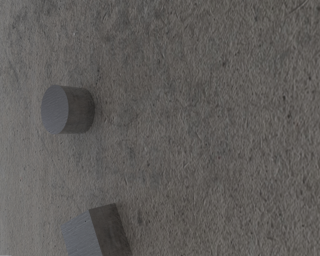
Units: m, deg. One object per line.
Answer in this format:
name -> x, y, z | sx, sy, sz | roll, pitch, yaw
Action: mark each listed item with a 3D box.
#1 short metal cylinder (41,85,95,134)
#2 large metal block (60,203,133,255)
short metal cylinder -> -0.154, -0.030, 0.516 | 0.080, 0.050, 0.079 | 0, 90, 40
large metal block -> -0.098, 0.170, 0.470 | 0.080, 0.050, 0.080 | -35, 69, 34
